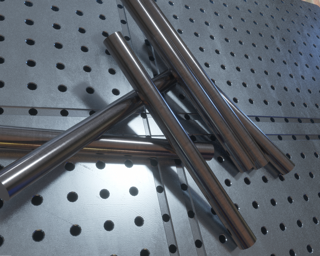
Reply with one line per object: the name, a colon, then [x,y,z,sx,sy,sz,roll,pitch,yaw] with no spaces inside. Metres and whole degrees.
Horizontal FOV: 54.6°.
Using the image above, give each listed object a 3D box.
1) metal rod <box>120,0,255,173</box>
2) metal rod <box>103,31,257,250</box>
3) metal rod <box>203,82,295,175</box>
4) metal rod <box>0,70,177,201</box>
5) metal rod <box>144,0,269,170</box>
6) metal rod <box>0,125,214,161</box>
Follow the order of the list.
metal rod: [0.038,-0.066,0.436,0.025,0.025,0.299,-36,92,-38]
metal rod: [0.025,0.016,0.377,0.025,0.025,0.299,-35,92,-38]
metal rod: [0.093,-0.044,0.484,0.300,0.025,0.025,46,51,4]
metal rod: [-0.053,-0.017,0.364,0.025,0.025,0.302,46,43,4]
metal rod: [0.063,-0.068,0.460,0.025,0.025,0.299,-33,87,-38]
metal rod: [-0.069,0.019,0.358,0.302,0.025,0.025,6,59,-25]
